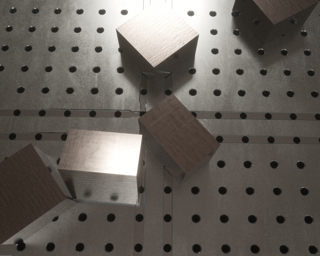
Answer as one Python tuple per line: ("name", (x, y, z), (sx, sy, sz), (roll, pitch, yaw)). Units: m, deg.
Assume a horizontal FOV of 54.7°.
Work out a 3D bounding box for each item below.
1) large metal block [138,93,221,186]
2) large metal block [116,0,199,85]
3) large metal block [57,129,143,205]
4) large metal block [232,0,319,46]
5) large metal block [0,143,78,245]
("large metal block", (0.020, 0.017, 0.377), (0.050, 0.080, 0.080), (-38, 75, -13))
("large metal block", (-0.004, -0.123, 0.443), (0.080, 0.050, 0.080), (-39, 75, -13))
("large metal block", (-0.063, 0.047, 0.359), (0.080, 0.080, 0.050), (5, 55, 1))
("large metal block", (0.171, -0.185, 0.468), (0.080, 0.050, 0.080), (-29, 73, -10))
("large metal block", (-0.160, 0.078, 0.368), (0.080, 0.050, 0.080), (-35, 74, -12))
